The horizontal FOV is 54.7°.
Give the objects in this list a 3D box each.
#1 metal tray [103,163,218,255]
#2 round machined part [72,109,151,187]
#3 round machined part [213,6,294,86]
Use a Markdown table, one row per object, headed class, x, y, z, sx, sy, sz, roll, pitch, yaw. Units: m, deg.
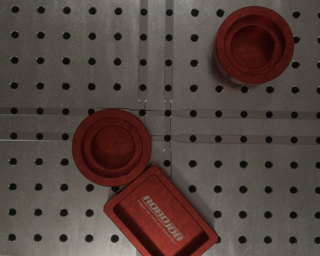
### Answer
| class | x | y | z | sx | sy | sz | roll | pitch | yaw |
| --- | --- | --- | --- | --- | --- | --- | --- | --- | --- |
| metal tray | 0.001 | 0.122 | 0.410 | 0.090 | 0.030 | 0.130 | -41 | 91 | 0 |
| round machined part | -0.060 | 0.024 | 0.404 | 0.099 | 0.042 | 0.097 | 0 | 90 | -1 |
| round machined part | 0.119 | -0.104 | 0.406 | 0.099 | 0.042 | 0.097 | 0 | 90 | -1 |
